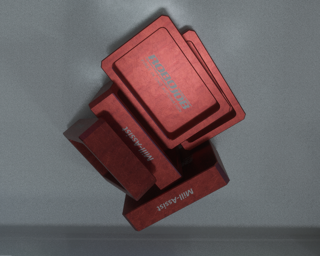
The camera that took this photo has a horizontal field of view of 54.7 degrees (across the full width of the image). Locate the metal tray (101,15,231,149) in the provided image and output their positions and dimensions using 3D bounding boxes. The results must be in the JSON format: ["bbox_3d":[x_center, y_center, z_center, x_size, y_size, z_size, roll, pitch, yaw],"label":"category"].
[{"bbox_3d":[0.008,-0.050,0.356,0.090,0.030,0.130,-35,106,12],"label":"metal tray"}]

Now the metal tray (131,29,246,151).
[{"bbox_3d":[0.036,-0.046,0.392,0.090,0.030,0.130,-32,106,12],"label":"metal tray"}]

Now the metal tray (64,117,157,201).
[{"bbox_3d":[-0.065,0.032,0.366,0.030,0.130,0.090,-44,107,-17],"label":"metal tray"}]

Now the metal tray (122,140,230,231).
[{"bbox_3d":[0.017,0.068,0.400,0.130,0.090,0.030,-31,108,10],"label":"metal tray"}]

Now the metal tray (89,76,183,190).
[{"bbox_3d":[-0.024,0.002,0.374,0.030,0.090,0.130,-35,107,12],"label":"metal tray"}]
